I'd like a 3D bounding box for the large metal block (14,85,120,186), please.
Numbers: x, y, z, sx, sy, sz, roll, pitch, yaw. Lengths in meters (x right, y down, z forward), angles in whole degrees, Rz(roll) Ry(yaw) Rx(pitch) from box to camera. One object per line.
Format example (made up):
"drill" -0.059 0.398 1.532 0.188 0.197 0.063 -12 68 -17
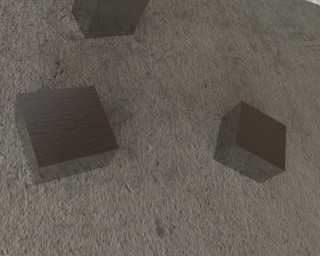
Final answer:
"large metal block" -0.101 0.006 0.330 0.081 0.050 0.080 -12 68 -33

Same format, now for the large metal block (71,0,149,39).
"large metal block" -0.070 -0.176 0.438 0.081 0.080 0.050 -17 71 -35

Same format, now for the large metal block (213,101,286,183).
"large metal block" 0.131 0.021 0.445 0.080 0.050 0.080 28 52 -11
